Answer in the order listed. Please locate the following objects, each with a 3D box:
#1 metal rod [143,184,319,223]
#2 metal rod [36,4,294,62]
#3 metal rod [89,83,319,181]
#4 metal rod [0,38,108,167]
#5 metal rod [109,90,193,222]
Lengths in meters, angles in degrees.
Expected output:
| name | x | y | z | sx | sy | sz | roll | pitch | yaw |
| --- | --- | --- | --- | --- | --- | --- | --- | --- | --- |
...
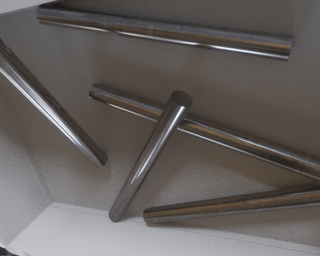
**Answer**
| name | x | y | z | sx | sy | sz | roll | pitch | yaw |
| --- | --- | --- | --- | --- | --- | --- | --- | --- | --- |
| metal rod | 0.098 | 0.106 | 0.422 | 0.300 | 0.025 | 0.025 | -18 | 109 | 35 |
| metal rod | -0.012 | -0.110 | 0.346 | 0.301 | 0.025 | 0.025 | 14 | 124 | 20 |
| metal rod | 0.046 | -0.001 | 0.383 | 0.301 | 0.025 | 0.025 | 20 | 126 | 16 |
| metal rod | -0.141 | -0.032 | 0.378 | 0.025 | 0.025 | 0.299 | 6 | 148 | 25 |
| metal rod | -0.027 | 0.060 | 0.439 | 0.025 | 0.025 | 0.298 | 34 | 135 | 5 |
